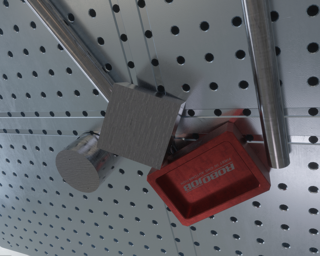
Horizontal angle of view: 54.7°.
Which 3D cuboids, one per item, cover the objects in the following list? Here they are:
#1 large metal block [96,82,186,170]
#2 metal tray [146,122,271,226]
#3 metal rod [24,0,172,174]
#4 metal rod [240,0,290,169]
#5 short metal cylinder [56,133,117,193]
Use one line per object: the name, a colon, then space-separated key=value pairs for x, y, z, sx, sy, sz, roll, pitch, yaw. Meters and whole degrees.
large metal block: x=-0.021 y=-0.005 z=0.378 sx=0.080 sy=0.050 sz=0.079 roll=19 pitch=102 yaw=7
metal tray: x=0.060 y=0.062 z=0.396 sx=0.130 sy=0.030 sz=0.090 roll=-33 pitch=101 yaw=24
metal rod: x=-0.074 y=-0.059 z=0.413 sx=0.025 sy=0.025 sz=0.300 roll=-32 pitch=101 yaw=38
metal rod: x=0.098 y=-0.090 z=0.303 sx=0.025 sy=0.025 sz=0.298 roll=-3 pitch=117 yaw=30
short metal cylinder: x=-0.116 y=0.055 z=0.490 sx=0.080 sy=0.050 sz=0.079 roll=13 pitch=124 yaw=21
